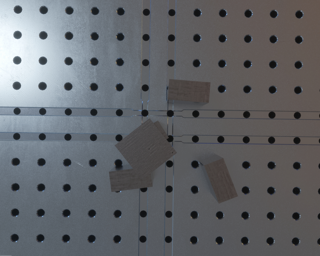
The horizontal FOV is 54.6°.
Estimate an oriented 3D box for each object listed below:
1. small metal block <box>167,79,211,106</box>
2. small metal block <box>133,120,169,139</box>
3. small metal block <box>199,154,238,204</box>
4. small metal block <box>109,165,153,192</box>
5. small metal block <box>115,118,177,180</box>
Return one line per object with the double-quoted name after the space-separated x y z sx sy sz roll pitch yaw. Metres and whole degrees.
0.035 -0.045 0.401 0.050 0.050 0.025 5 90 0 "small metal block"
-0.017 0.014 0.401 0.050 0.050 0.025 -32 90 0 "small metal block"
0.074 0.064 0.401 0.025 0.050 0.050 -21 90 0 "small metal block"
-0.035 0.062 0.401 0.050 0.050 0.025 -7 91 0 "small metal block"
-0.016 0.024 0.363 0.050 0.025 0.050 -38 90 0 "small metal block"
